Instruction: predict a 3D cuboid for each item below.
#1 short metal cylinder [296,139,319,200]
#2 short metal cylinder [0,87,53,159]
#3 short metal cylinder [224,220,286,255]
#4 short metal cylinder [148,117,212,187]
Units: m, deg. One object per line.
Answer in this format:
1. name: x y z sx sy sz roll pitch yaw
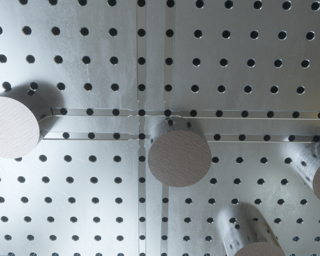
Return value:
1. short metal cylinder: 0.238 0.059 0.425 0.081 0.050 0.079 0 110 -1
2. short metal cylinder: -0.186 -0.008 0.395 0.081 0.050 0.079 0 110 -1
3. short metal cylinder: 0.143 0.189 0.472 0.081 0.050 0.079 0 110 -1
4. short metal cylinder: 0.025 0.031 0.412 0.081 0.050 0.079 0 110 -1
